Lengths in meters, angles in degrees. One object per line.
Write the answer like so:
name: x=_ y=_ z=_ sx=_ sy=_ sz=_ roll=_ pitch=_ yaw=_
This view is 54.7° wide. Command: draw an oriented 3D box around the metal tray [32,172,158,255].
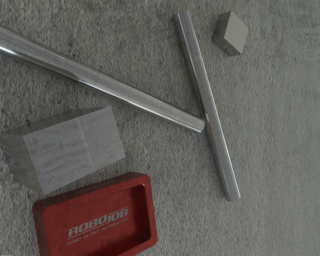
metal tray: x=-0.066 y=0.109 z=0.347 sx=0.131 sy=0.030 sz=0.089 roll=-12 pitch=98 yaw=-40

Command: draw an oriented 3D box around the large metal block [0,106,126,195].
large metal block: x=-0.093 y=0.016 z=0.292 sx=0.081 sy=0.080 sz=0.050 roll=-24 pitch=106 yaw=-38

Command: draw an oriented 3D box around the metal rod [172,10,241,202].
metal rod: x=0.074 y=-0.023 z=0.469 sx=0.025 sy=0.025 sz=0.298 roll=-30 pitch=109 yaw=-36

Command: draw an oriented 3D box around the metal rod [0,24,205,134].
metal rod: x=-0.055 y=-0.046 z=0.360 sx=0.302 sy=0.025 sz=0.025 roll=21 pitch=77 yaw=-38

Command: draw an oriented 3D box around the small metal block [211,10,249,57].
small metal block: x=0.115 y=-0.152 z=0.503 sx=0.050 sy=0.025 sz=0.050 roll=27 pitch=73 yaw=-37
